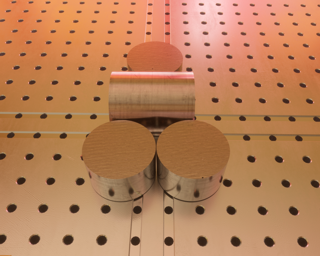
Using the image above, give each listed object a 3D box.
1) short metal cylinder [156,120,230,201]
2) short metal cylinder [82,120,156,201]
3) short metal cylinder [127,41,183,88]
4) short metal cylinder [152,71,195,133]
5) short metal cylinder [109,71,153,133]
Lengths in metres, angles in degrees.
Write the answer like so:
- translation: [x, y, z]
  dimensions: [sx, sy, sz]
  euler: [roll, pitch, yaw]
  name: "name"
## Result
- translation: [0.036, 0.037, 0.359]
  dimensions: [0.081, 0.050, 0.080]
  euler: [0, 50, 0]
  name: "short metal cylinder"
- translation: [-0.045, 0.037, 0.358]
  dimensions: [0.081, 0.050, 0.080]
  euler: [0, 50, 0]
  name: "short metal cylinder"
- translation: [-0.007, -0.085, 0.462]
  dimensions: [0.081, 0.050, 0.080]
  euler: [0, 50, 0]
  name: "short metal cylinder"
- translation: [0.016, -0.033, 0.400]
  dimensions: [0.050, 0.080, 0.080]
  euler: [0, 50, 0]
  name: "short metal cylinder"
- translation: [-0.035, -0.033, 0.400]
  dimensions: [0.050, 0.080, 0.080]
  euler: [0, 50, 0]
  name: "short metal cylinder"
